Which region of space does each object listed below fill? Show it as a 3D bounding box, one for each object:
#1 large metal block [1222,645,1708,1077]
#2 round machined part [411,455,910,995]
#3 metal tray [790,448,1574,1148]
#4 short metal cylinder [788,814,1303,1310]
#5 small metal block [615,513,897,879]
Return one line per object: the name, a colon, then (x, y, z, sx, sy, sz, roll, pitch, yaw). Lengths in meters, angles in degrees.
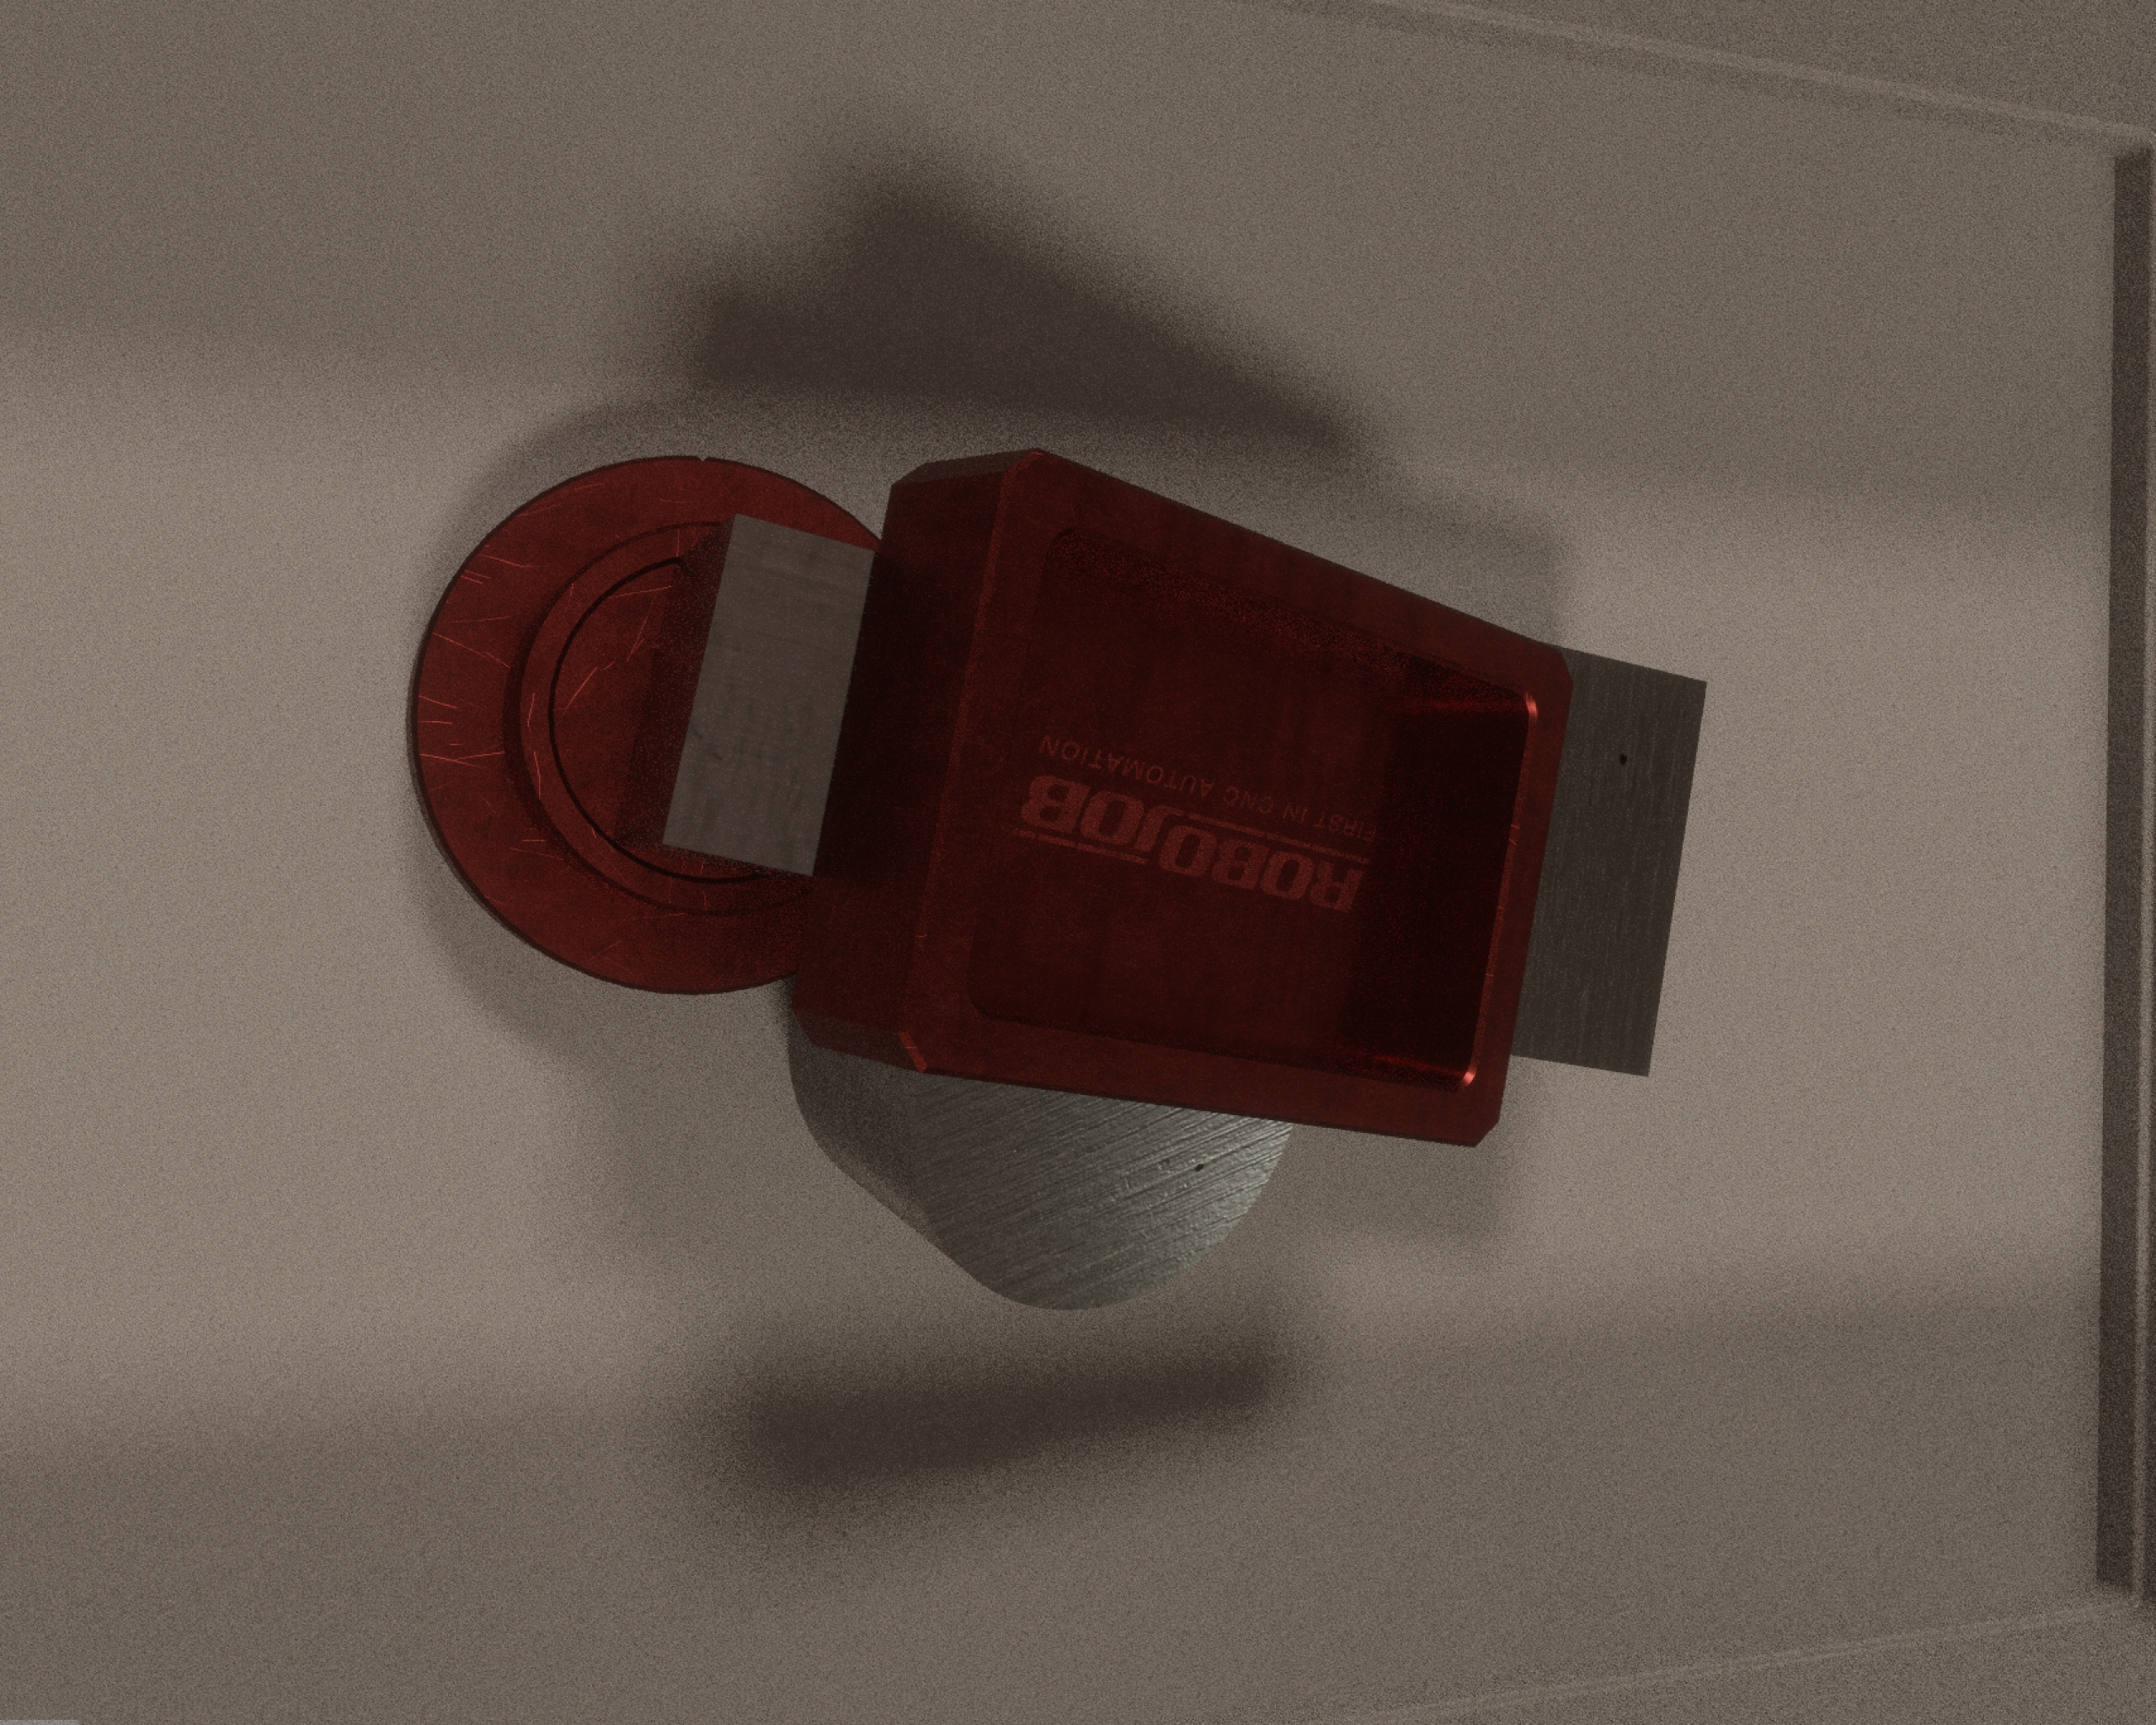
large metal block: (0.073, -0.004, 0.423, 0.081, 0.050, 0.080, 11, 87, -20)
round machined part: (-0.068, -0.025, 0.375, 0.099, 0.042, 0.097, 0, 90, -21)
metal tray: (0.023, -0.005, 0.341, 0.131, 0.030, 0.090, 13, 86, -39)
short metal cylinder: (-0.006, 0.035, 0.382, 0.081, 0.050, 0.079, -9, 108, -30)
small metal block: (-0.052, -0.025, 0.332, 0.025, 0.050, 0.050, 13, 86, -20)
